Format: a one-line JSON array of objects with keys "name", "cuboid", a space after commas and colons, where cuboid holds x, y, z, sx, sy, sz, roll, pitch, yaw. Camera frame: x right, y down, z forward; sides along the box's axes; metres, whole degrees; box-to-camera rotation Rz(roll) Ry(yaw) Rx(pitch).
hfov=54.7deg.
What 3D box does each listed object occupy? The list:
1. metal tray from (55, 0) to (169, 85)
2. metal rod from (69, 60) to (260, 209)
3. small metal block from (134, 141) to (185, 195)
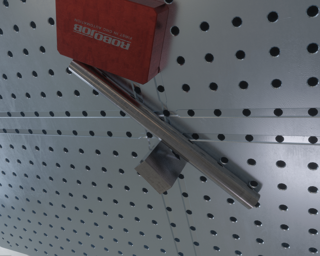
[{"name": "metal tray", "cuboid": [-0.061, -0.116, 0.369, 0.130, 0.030, 0.089, 22, 127, 15]}, {"name": "metal rod", "cuboid": [0.004, 0.004, 0.411, 0.300, 0.025, 0.025, 38, 129, 2]}, {"name": "small metal block", "cuboid": [0.001, 0.054, 0.428, 0.050, 0.050, 0.025, 46, 129, -4]}]
